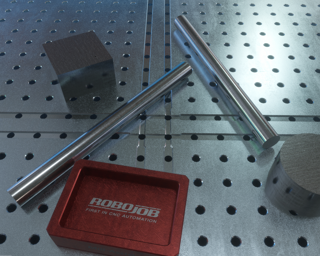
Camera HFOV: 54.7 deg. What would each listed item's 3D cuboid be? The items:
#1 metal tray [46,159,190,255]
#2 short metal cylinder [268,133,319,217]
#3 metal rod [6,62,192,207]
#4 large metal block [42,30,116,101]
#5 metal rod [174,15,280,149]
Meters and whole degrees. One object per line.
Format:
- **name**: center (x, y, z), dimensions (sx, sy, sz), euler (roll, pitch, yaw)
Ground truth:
- **metal tray**: center (-0.039, 0.086, 0.330), dimensions (0.131, 0.030, 0.090), euler (8, 50, 6)
- **short metal cylinder**: center (0.169, 0.052, 0.350), dimensions (0.081, 0.050, 0.080), euler (0, 50, 0)
- **metal rod**: center (-0.060, -0.008, 0.413), dimensions (0.025, 0.025, 0.302), euler (35, 58, 25)
- **large metal block**: center (-0.122, -0.096, 0.471), dimensions (0.081, 0.050, 0.080), euler (-22, 54, -18)
- **metal rod**: center (0.090, -0.090, 0.483), dimensions (0.025, 0.025, 0.300), euler (-16, 52, -13)
